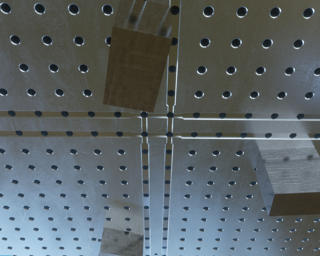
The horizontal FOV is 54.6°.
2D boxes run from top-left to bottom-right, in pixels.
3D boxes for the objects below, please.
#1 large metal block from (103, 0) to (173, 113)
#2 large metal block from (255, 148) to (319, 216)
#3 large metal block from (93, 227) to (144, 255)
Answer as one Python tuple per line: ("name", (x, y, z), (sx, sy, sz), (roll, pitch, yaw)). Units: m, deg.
("large metal block", (-0.023, -0.075, 0.312), (0.050, 0.080, 0.079), (10, 130, -8))
("large metal block", (0.188, 0.075, 0.441), (0.080, 0.080, 0.050), (-3, 130, 2))
("large metal block", (-0.084, 0.242, 0.600), (0.080, 0.050, 0.080), (16, 128, -14))
